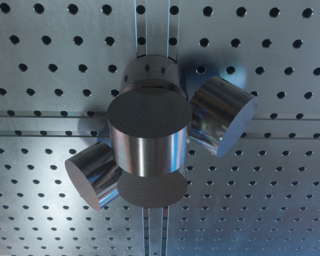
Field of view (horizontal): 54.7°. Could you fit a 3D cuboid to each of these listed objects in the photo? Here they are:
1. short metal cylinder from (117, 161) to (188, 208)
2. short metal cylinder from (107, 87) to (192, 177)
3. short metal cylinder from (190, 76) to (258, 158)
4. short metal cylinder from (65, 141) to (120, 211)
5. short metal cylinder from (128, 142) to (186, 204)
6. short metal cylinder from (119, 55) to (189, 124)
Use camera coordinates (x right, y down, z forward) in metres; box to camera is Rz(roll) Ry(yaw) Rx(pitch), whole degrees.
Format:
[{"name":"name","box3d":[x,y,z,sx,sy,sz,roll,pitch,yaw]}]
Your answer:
[{"name":"short metal cylinder","box3d":[-0.009,0.052,0.373,0.081,0.050,0.079,0,130,0]},{"name":"short metal cylinder","box3d":[-0.010,0.002,0.310,0.081,0.080,0.050,0,130,-1]},{"name":"short metal cylinder","box3d":[0.068,-0.013,0.356,0.050,0.081,0.079,35,134,24]},{"name":"short metal cylinder","box3d":[-0.085,0.065,0.422,0.050,0.080,0.079,-33,139,-31]},{"name":"short metal cylinder","box3d":[-0.005,0.066,0.451,0.081,0.050,0.079,-1,131,0]},{"name":"short metal cylinder","box3d":[-0.008,-0.037,0.363,0.081,0.050,0.079,0,131,0]}]
